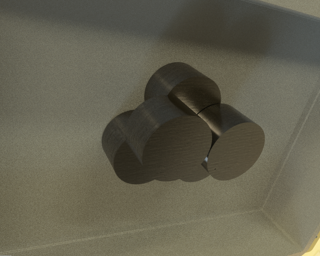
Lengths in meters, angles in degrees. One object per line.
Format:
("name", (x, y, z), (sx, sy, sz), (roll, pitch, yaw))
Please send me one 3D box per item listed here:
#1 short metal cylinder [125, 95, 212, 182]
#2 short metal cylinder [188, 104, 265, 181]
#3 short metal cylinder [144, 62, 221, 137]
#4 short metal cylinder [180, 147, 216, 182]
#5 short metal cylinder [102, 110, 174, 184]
("short metal cylinder", (0.009, 0.011, 0.337), (0.081, 0.050, 0.079), (-14, 124, -21))
("short metal cylinder", (0.079, 0.017, 0.378), (0.081, 0.050, 0.079), (-14, 124, -21))
("short metal cylinder", (0.027, -0.035, 0.384), (0.081, 0.050, 0.079), (-14, 124, -21))
("short metal cylinder", (0.044, 0.028, 0.431), (0.081, 0.050, 0.079), (-14, 124, -21))
("short metal cylinder", (-0.027, 0.024, 0.390), (0.081, 0.050, 0.079), (-14, 124, -21))
